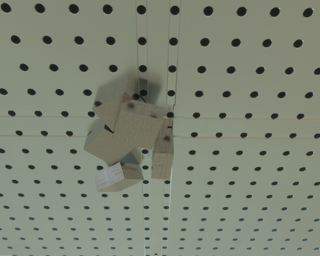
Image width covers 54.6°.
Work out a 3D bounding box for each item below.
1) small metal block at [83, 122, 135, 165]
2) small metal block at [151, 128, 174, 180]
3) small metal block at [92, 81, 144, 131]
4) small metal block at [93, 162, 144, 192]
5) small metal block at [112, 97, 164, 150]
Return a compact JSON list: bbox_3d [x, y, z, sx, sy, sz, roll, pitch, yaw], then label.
[{"bbox_3d":[-0.069,0.019,0.427,0.050,0.025,0.050,33,123,-25],"label":"small metal block"},{"bbox_3d":[0.003,0.035,0.424,0.025,0.050,0.050,4,130,-3],"label":"small metal block"},{"bbox_3d":[-0.048,-0.024,0.391,0.050,0.025,0.050,-25,126,19],"label":"small metal block"},{"bbox_3d":[-0.060,0.074,0.459,0.050,0.025,0.050,-28,157,22],"label":"small metal block"},{"bbox_3d":[-0.027,-0.004,0.375,0.050,0.025,0.050,13,129,-12],"label":"small metal block"}]
